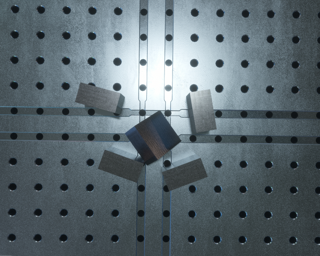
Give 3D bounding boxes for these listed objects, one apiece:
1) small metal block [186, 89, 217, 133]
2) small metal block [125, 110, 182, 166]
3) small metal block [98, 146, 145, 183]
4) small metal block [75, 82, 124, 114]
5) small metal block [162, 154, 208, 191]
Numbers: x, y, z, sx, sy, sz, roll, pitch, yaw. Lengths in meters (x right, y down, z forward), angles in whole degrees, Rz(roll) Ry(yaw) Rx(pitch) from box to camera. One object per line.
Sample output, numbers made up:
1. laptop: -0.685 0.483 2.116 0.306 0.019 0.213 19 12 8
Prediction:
1. small metal block: 0.053 -0.021 0.402 0.025 0.050 0.050 -9 90 0
2. small metal block: -0.008 0.012 0.400 0.050 0.025 0.050 -35 90 -42
3. small metal block: -0.047 0.046 0.400 0.050 0.050 0.025 20 91 -1
4. small metal block: -0.076 -0.037 0.400 0.050 0.050 0.025 15 90 -1
5. small metal block: 0.030 0.056 0.401 0.050 0.050 0.025 -21 90 0
